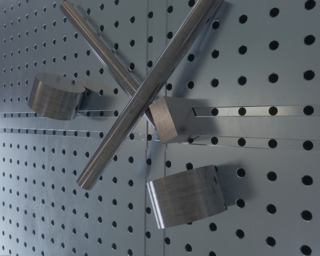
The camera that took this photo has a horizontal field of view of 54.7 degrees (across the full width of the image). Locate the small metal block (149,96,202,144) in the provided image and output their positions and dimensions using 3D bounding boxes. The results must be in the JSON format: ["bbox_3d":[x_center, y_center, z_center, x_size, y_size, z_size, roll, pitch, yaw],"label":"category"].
[{"bbox_3d":[0.019,-0.009,0.377,0.025,0.050,0.050,-31,71,36],"label":"small metal block"}]

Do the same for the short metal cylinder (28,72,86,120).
[{"bbox_3d":[-0.171,-0.053,0.514,0.080,0.081,0.050,35,112,34],"label":"short metal cylinder"}]

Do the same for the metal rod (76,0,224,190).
[{"bbox_3d":[-0.021,-0.039,0.395,0.025,0.025,0.299,45,107,30],"label":"metal rod"}]

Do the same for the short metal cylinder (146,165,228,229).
[{"bbox_3d":[0.030,0.077,0.349,0.080,0.081,0.050,-25,74,37],"label":"short metal cylinder"}]

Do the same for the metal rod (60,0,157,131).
[{"bbox_3d":[-0.080,-0.109,0.475,0.300,0.025,0.025,51,120,27],"label":"metal rod"}]
